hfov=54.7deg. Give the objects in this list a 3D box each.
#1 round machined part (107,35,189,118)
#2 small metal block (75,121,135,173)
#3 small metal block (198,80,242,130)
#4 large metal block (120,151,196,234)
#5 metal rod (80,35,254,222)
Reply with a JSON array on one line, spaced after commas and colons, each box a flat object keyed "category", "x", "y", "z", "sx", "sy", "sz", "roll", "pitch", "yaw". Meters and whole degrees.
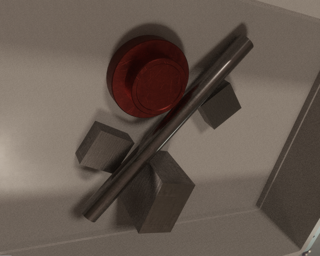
[{"category": "round machined part", "x": -0.008, "y": -0.054, "z": 0.361, "sx": 0.099, "sy": 0.042, "sz": 0.097, "roll": -14, "pitch": 124, "yaw": -21}, {"category": "small metal block", "x": -0.069, "y": 0.025, "z": 0.388, "sx": 0.050, "sy": 0.025, "sz": 0.050, "roll": 24, "pitch": 105, "yaw": -37}, {"category": "small metal block", "x": 0.080, "y": -0.034, "z": 0.433, "sx": 0.050, "sy": 0.025, "sz": 0.050, "roll": -39, "pitch": 130, "yaw": -2}, {"category": "large metal block", "x": -0.008, "y": 0.084, "z": 0.422, "sx": 0.050, "sy": 0.080, "sz": 0.079, "roll": 11, "pitch": 113, "yaw": -34}, {"category": "metal rod", "x": 0.011, "y": -0.002, "z": 0.395, "sx": 0.300, "sy": 0.025, "sz": 0.025, "roll": -48, "pitch": 130, "yaw": -3}]
